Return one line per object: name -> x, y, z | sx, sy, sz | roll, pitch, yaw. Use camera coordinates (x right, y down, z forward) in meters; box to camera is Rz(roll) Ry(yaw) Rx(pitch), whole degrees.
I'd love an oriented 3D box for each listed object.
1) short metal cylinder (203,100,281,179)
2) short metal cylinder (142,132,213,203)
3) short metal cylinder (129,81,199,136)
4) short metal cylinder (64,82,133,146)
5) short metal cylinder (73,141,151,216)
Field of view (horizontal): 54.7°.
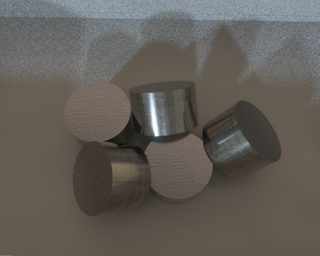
short metal cylinder -> 0.097, 0.014, 0.369 | 0.080, 0.050, 0.080 | 27, 44, -30
short metal cylinder -> 0.020, 0.049, 0.377 | 0.081, 0.050, 0.080 | 0, 70, 0
short metal cylinder -> 0.005, -0.026, 0.381 | 0.081, 0.080, 0.050 | -8, 106, -3
short metal cylinder -> -0.076, -0.012, 0.397 | 0.081, 0.050, 0.080 | 0, 70, 0
short metal cylinder -> -0.056, 0.056, 0.351 | 0.050, 0.080, 0.080 | 7, 63, -43
